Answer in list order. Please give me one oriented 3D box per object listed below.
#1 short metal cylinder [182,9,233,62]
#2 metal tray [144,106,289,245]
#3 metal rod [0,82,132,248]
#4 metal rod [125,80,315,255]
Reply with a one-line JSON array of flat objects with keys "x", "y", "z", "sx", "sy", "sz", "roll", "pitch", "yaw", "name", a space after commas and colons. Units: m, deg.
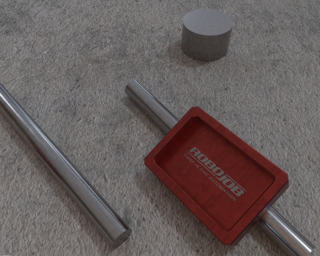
[{"x": 0.077, "y": -0.157, "z": 0.519, "sx": 0.081, "sy": 0.050, "sz": 0.080, "roll": 0, "pitch": 50, "yaw": 0, "name": "short metal cylinder"}, {"x": 0.057, "y": 0.047, "z": 0.334, "sx": 0.090, "sy": 0.030, "sz": 0.130, "roll": -47, "pitch": 60, "yaw": -2, "name": "metal tray"}, {"x": -0.140, "y": 0.026, "z": 0.380, "sx": 0.025, "sy": 0.025, "sz": 0.300, "roll": -35, "pitch": 59, "yaw": -26, "name": "metal rod"}, {"x": 0.050, "y": 0.032, "z": 0.376, "sx": 0.025, "sy": 0.025, "sz": 0.300, "roll": -30, "pitch": 56, "yaw": -23, "name": "metal rod"}]
